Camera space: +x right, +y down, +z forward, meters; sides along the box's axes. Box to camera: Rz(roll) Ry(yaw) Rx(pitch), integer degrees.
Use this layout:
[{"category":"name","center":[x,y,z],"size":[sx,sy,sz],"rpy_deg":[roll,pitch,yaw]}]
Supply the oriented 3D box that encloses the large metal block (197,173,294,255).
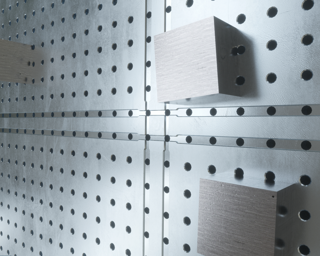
[{"category":"large metal block","center":[0.087,0.094,0.320],"size":[0.080,0.050,0.079],"rpy_deg":[4,92,39]}]

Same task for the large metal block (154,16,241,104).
[{"category":"large metal block","center":[0.042,-0.072,0.357],"size":[0.080,0.050,0.080],"rpy_deg":[-5,87,39]}]

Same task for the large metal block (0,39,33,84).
[{"category":"large metal block","center":[-0.313,-0.136,0.627],"size":[0.050,0.081,0.079],"rpy_deg":[15,99,39]}]
